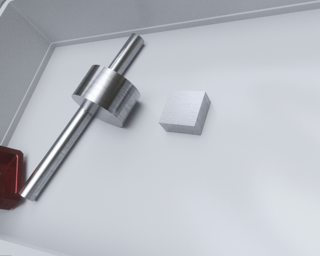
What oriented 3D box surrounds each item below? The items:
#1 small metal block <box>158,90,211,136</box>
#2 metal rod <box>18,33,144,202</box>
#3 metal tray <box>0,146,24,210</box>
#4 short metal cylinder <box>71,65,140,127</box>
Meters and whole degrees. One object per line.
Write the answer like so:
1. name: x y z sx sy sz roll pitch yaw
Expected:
1. small metal block: 0.033 -0.020 0.400 0.050 0.025 0.050 6 65 30
2. metal rod: -0.114 -0.025 0.478 0.025 0.025 0.300 22 73 36
3. metal tray: -0.264 0.061 0.435 0.030 0.131 0.090 -39 48 27
4. short metal cylinder: -0.075 -0.044 0.435 0.080 0.080 0.050 19 72 35
